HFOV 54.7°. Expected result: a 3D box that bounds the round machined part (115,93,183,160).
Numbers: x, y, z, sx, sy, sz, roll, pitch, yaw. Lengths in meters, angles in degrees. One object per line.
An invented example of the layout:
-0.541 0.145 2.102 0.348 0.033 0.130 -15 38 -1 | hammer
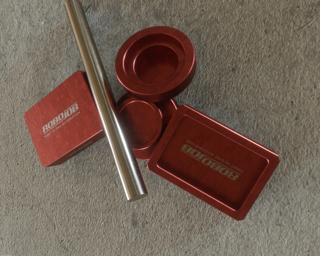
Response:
-0.022 -0.007 0.409 0.098 0.042 0.097 0 90 20 | round machined part

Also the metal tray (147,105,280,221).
0.062 0.039 0.374 0.130 0.030 0.090 29 99 7 | metal tray

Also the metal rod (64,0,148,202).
-0.076 -0.051 0.402 0.025 0.025 0.299 -29 68 17 | metal rod

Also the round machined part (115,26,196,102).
-0.003 -0.076 0.391 0.098 0.042 0.098 -4 67 11 | round machined part

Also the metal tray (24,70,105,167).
-0.131 -0.011 0.442 0.130 0.030 0.090 -31 77 26 | metal tray
